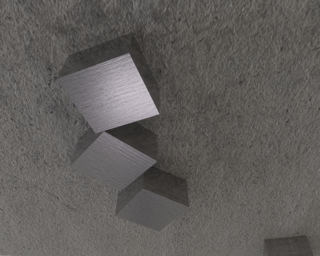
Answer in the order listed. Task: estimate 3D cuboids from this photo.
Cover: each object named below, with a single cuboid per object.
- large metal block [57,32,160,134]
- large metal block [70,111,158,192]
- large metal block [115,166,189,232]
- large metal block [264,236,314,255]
[{"bbox_3d":[-0.053,-0.049,0.349,0.080,0.050,0.080,-17,128,13],"label":"large metal block"},{"bbox_3d":[-0.060,0.030,0.416,0.080,0.050,0.080,33,123,-25],"label":"large metal block"},{"bbox_3d":[-0.012,0.109,0.484,0.080,0.050,0.080,27,125,-21],"label":"large metal block"},{"bbox_3d":[0.253,0.261,0.616,0.080,0.050,0.080,-8,130,6],"label":"large metal block"}]
